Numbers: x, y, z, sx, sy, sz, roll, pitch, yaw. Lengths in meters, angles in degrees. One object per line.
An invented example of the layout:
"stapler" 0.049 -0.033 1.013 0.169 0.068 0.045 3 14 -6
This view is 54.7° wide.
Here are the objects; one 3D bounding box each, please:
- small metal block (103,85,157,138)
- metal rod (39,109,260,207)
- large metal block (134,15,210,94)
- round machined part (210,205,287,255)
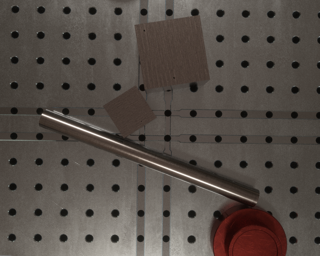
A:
"small metal block" -0.039 -0.021 0.413 0.050 0.025 0.050 -33 90 -1
"metal rod" -0.013 0.040 0.413 0.301 0.025 0.025 21 90 -1
"large metal block" 0.015 -0.092 0.401 0.081 0.050 0.080 -9 90 -1
"round machined part" 0.119 0.155 0.407 0.099 0.042 0.097 0 90 -1
